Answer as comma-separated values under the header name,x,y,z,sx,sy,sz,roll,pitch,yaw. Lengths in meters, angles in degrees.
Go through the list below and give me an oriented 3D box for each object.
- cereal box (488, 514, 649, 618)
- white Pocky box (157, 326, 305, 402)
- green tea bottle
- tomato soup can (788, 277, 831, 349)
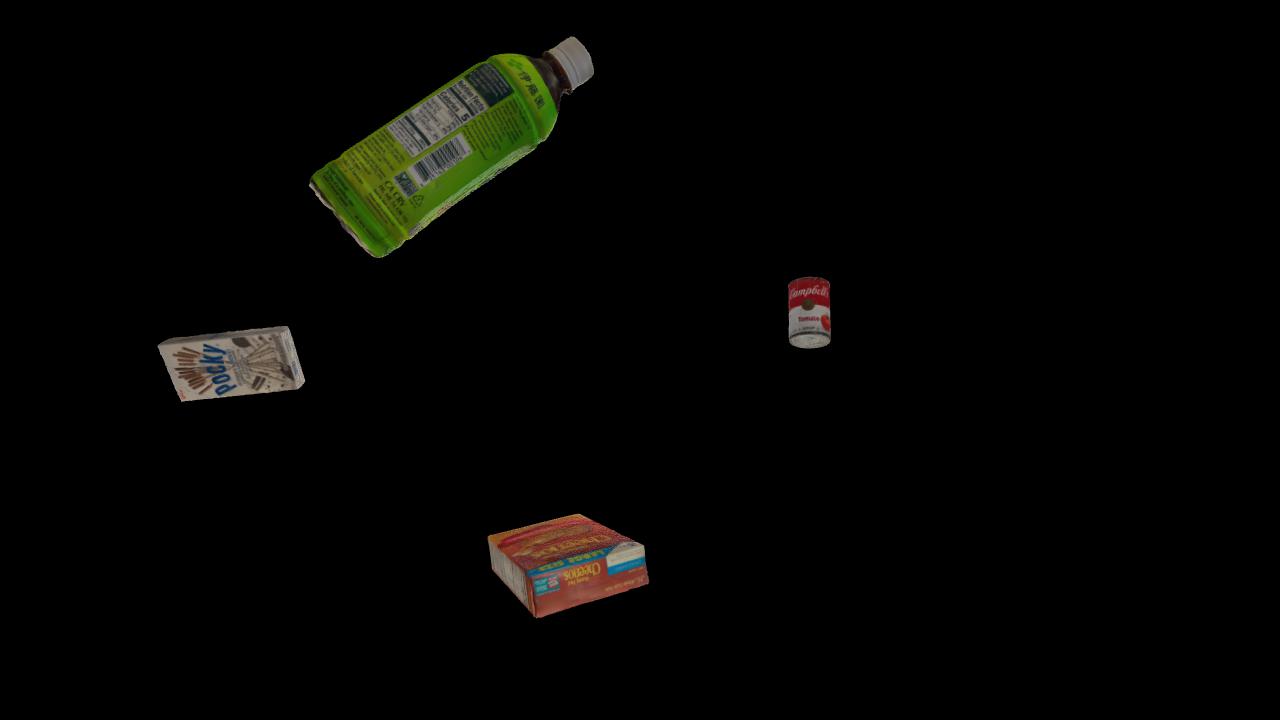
name,x,y,z,sx,sy,sz,roll,pitch,yaw
cereal box,-0.142,0.360,1.120,0.203,0.081,0.306,-7,0,-26
white Pocky box,-0.530,0.005,0.805,0.154,0.084,0.028,-6,23,-4
green tea bottle,-0.123,-0.159,0.438,0.212,0.073,0.073,-38,6,-8
tomato soup can,0.277,-0.076,1.009,0.068,0.101,0.068,4,-18,1
